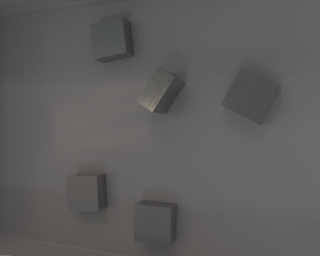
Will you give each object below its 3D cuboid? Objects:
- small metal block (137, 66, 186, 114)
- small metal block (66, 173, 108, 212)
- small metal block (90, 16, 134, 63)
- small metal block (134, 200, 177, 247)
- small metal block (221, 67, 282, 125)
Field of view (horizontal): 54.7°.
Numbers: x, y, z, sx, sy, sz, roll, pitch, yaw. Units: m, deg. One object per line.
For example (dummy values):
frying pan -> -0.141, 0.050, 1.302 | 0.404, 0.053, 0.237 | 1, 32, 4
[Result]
small metal block -> 0.003, -0.047, 0.396 | 0.025, 0.050, 0.050 | 36, 102, 16
small metal block -> -0.106, 0.092, 0.448 | 0.050, 0.025, 0.050 | -4, 89, 20
small metal block -> -0.067, -0.123, 0.434 | 0.050, 0.025, 0.050 | -8, 88, 19
small metal block -> -0.006, 0.126, 0.412 | 0.050, 0.025, 0.050 | 2, 91, 20
small metal block -> 0.109, -0.038, 0.372 | 0.050, 0.025, 0.050 | 31, 100, 17
